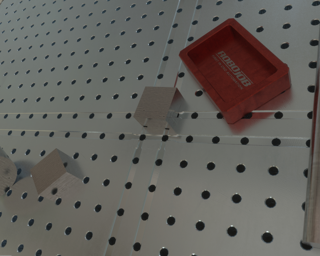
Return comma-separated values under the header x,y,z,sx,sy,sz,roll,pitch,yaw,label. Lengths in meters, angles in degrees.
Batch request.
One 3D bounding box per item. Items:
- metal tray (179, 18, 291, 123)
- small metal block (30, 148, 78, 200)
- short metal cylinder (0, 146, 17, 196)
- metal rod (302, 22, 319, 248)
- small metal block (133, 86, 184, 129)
x,y,z,sx,sy,sz,roll,pitch,yaw,label
0.092,-0.079,0.403,0.090,0.030,0.130,-33,52,6,metal tray
-0.153,0.066,0.446,0.050,0.025,0.050,-40,51,1,small metal block
-0.269,0.065,0.471,0.050,0.080,0.080,33,80,38,short metal cylinder
0.178,-0.028,0.331,0.025,0.025,0.300,3,63,29,metal rod
-0.002,-0.029,0.426,0.050,0.025,0.050,6,65,30,small metal block
